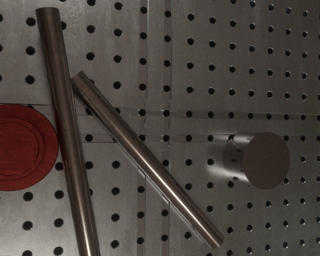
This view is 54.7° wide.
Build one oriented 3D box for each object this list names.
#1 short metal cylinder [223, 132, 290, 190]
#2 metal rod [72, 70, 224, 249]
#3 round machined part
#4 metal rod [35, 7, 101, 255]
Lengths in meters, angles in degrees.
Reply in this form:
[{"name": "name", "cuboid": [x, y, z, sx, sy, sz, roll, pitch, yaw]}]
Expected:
[{"name": "short metal cylinder", "cuboid": [0.140, 0.045, 0.453, 0.081, 0.050, 0.079, 0, 90, -20]}, {"name": "metal rod", "cuboid": [-0.011, 0.051, 0.409, 0.025, 0.025, 0.300, -43, 104, -15]}, {"name": "round machined part", "cuboid": [-0.164, 0.022, 0.343, 0.099, 0.042, 0.097, 0, 90, -20]}, {"name": "metal rod", "cuboid": [-0.105, 0.015, 0.363, 0.025, 0.025, 0.298, -10, 98, -20]}]
